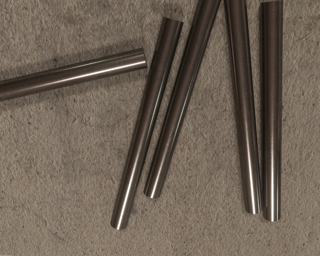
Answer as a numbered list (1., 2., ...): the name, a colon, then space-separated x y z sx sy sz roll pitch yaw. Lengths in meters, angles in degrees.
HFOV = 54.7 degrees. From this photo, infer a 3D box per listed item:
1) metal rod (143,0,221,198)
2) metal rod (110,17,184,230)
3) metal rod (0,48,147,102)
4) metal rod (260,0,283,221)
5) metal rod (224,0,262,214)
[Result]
1. metal rod: 0.027 -0.042 0.394 0.025 0.025 0.298 14 109 -6
2. metal rod: -0.023 0.008 0.412 0.025 0.025 0.298 14 109 -6
3. metal rod: -0.165 -0.054 0.387 0.302 0.025 0.025 -12 110 4
4. metal rod: 0.147 -0.008 0.409 0.025 0.025 0.298 -7 110 2
5. metal rod: 0.111 -0.019 0.404 0.025 0.025 0.298 -10 110 3
